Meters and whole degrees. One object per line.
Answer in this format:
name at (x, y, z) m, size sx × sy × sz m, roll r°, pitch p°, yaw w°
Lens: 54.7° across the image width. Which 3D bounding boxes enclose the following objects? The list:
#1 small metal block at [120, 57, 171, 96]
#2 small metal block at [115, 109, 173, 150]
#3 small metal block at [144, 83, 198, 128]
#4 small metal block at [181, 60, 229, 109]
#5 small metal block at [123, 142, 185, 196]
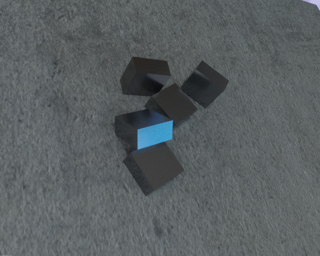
small metal block at (-0.021, -0.068, 0.420) m, size 0.050 × 0.050 × 0.025 m, roll 1°, pitch 62°, yaw -28°
small metal block at (-0.020, 0.000, 0.377) m, size 0.050 × 0.025 × 0.050 m, roll -15°, pitch 28°, yaw -35°
small metal block at (0.016, -0.028, 0.431) m, size 0.050 × 0.025 × 0.050 m, roll -34°, pitch 81°, yaw -38°
small metal block at (0.066, -0.064, 0.465) m, size 0.050 × 0.050 × 0.025 m, roll 36°, pitch 51°, yaw -5°
small metal block at (-0.007, 0.046, 0.373) m, size 0.050 × 0.025 × 0.050 m, roll -26°, pitch 76°, yaw -37°
